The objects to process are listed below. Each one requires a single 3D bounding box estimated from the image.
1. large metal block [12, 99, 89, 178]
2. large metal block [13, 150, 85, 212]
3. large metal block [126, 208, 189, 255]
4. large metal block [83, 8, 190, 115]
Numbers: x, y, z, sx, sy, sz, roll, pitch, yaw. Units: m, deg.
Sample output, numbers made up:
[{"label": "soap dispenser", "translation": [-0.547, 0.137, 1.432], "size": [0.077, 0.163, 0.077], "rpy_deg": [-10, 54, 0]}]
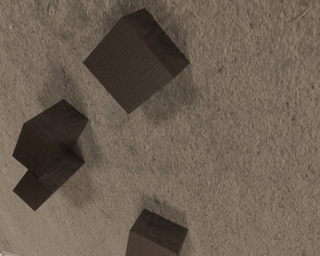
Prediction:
[{"label": "large metal block", "translation": [-0.163, 0.014, 0.464], "size": [0.050, 0.080, 0.080], "rpy_deg": [40, 129, 1]}, {"label": "large metal block", "translation": [-0.184, 0.081, 0.516], "size": [0.050, 0.080, 0.080], "rpy_deg": [45, 129, -4]}, {"label": "large metal block", "translation": [-0.007, 0.193, 0.512], "size": [0.080, 0.050, 0.079], "rpy_deg": [22, 127, 14]}, {"label": "large metal block", "translation": [-0.027, -0.075, 0.357], "size": [0.080, 0.050, 0.080], "rpy_deg": [-35, 99, 38]}]
